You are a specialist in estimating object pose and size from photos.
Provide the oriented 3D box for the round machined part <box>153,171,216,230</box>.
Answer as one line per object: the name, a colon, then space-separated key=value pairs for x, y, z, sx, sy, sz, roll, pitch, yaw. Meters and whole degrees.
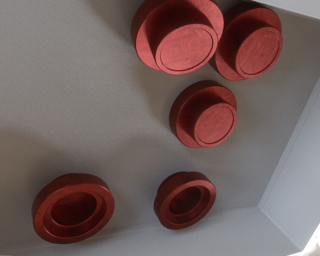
round machined part: x=0.035 y=0.107 z=0.483 sx=0.099 sy=0.042 sz=0.097 roll=-14 pitch=124 yaw=-21

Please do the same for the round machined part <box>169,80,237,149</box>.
round machined part: x=0.066 y=-0.013 z=0.425 sx=0.099 sy=0.042 sz=0.097 roll=-14 pitch=124 yaw=-21

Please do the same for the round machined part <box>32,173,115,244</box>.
round machined part: x=-0.112 y=0.097 z=0.397 sx=0.099 sy=0.042 sz=0.097 roll=-14 pitch=124 yaw=-21

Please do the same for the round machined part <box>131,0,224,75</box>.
round machined part: x=0.022 y=-0.095 z=0.327 sx=0.099 sy=0.042 sz=0.098 roll=-14 pitch=148 yaw=-9

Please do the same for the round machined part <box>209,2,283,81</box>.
round machined part: x=0.112 y=-0.102 z=0.388 sx=0.099 sy=0.042 sz=0.097 roll=-15 pitch=132 yaw=-17
